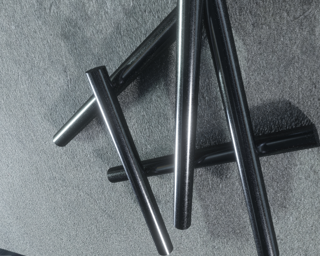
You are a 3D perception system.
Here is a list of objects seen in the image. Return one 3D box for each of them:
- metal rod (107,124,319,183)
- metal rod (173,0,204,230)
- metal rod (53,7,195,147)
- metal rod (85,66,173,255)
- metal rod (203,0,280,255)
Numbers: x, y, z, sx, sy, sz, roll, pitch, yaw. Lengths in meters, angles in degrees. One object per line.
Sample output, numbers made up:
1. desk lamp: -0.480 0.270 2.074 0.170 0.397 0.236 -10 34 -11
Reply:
1. metal rod: 0.044 0.041 0.408 0.300 0.025 0.025 -16 110 34
2. metal rod: 0.030 0.005 0.362 0.025 0.025 0.298 12 122 21
3. metal rod: -0.067 -0.049 0.411 0.025 0.025 0.299 49 129 -6
4. metal rod: -0.034 0.060 0.428 0.025 0.025 0.298 -4 117 30
5. metal rod: 0.090 0.012 0.337 0.025 0.025 0.298 -8 106 31
